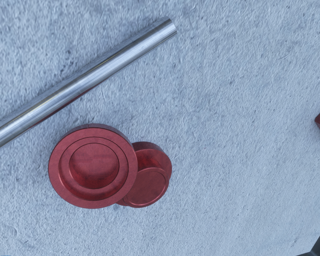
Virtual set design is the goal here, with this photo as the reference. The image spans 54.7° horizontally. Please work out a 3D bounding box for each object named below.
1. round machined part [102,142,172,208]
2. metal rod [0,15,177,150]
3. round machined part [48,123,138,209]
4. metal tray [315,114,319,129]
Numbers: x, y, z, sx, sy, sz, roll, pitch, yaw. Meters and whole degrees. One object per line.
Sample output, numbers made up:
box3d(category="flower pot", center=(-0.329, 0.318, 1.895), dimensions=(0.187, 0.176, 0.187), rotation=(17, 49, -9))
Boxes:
box3d(category="round machined part", center=(-0.026, 0.071, 0.427), dimensions=(0.099, 0.042, 0.097), rotation=(-14, 125, -21))
box3d(category="metal rod", center=(-0.112, -0.029, 0.328), dimensions=(0.301, 0.025, 0.025), rotation=(-34, 129, -6))
box3d(category="round machined part", center=(-0.077, 0.041, 0.366), dimensions=(0.099, 0.042, 0.097), rotation=(-2, 104, -9))
box3d(category="metal tray", center=(0.361, -0.035, 0.583), dimensions=(0.130, 0.030, 0.090), rotation=(-48, 130, 5))
